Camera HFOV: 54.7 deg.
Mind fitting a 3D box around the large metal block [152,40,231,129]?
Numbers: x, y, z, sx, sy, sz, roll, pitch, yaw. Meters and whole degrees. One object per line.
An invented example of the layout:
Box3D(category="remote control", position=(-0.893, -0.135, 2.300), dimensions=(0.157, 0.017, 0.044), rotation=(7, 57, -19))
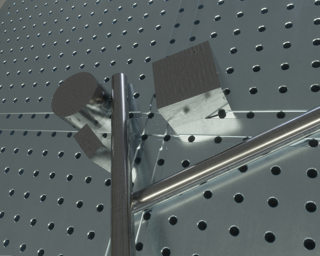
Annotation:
Box3D(category="large metal block", position=(0.040, -0.056, 0.406), dimensions=(0.080, 0.050, 0.080), rotation=(-18, 55, 17))

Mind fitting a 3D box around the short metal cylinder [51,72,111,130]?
Box3D(category="short metal cylinder", position=(-0.118, -0.039, 0.478), dimensions=(0.080, 0.050, 0.080), rotation=(-13, 56, 21))

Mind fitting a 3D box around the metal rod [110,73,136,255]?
Box3D(category="metal rod", position=(-0.049, 0.033, 0.390), dimensions=(0.025, 0.025, 0.300), rotation=(-22, 46, 15))

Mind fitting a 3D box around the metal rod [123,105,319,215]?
Box3D(category="metal rod", position=(0.079, 0.035, 0.345), dimensions=(0.300, 0.025, 0.025), rotation=(-27, 53, 11))

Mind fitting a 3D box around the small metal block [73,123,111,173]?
Box3D(category="small metal block", position=(-0.083, 0.027, 0.419), dimensions=(0.025, 0.050, 0.050), rotation=(-44, 51, -2))
